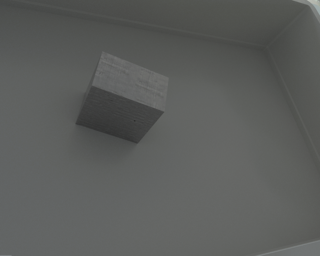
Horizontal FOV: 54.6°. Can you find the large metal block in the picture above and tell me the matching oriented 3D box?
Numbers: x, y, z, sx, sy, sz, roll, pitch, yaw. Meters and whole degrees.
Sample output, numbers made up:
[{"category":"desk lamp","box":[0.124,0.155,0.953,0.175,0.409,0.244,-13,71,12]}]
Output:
[{"category":"large metal block","box":[-0.045,-0.032,0.365,0.080,0.080,0.050,19,55,-17]}]
